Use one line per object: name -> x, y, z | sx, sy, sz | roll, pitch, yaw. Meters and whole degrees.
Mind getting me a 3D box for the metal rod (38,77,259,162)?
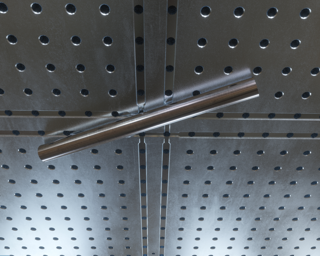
metal rod -> -0.025, -0.007, 0.405 | 0.301, 0.025, 0.025 | -17, 128, 13
